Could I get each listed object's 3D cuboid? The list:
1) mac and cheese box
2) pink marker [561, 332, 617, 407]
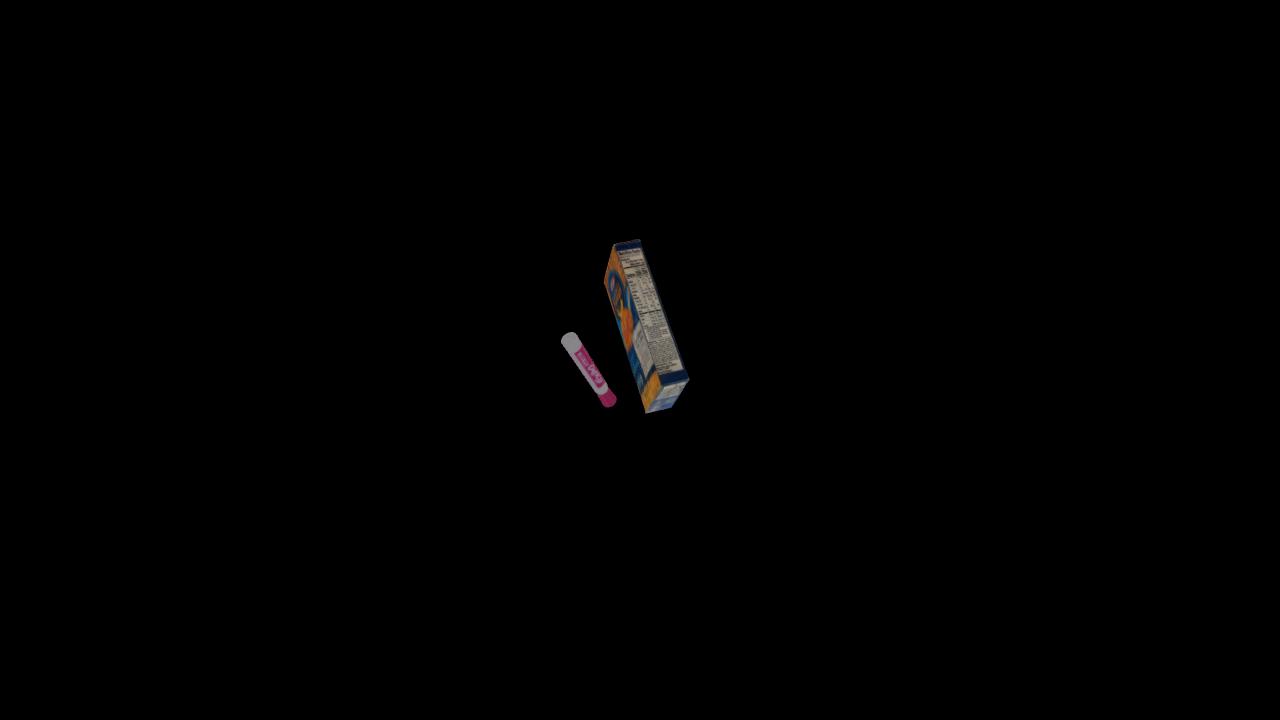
[{"bbox_3d":[0.004,-0.039,0.728,0.041,0.184,0.093,-13,-21,-15],"label":"mac and cheese box"},{"bbox_3d":[-0.056,0.015,0.700,0.020,0.020,0.121,0,-39,27],"label":"pink marker"}]
